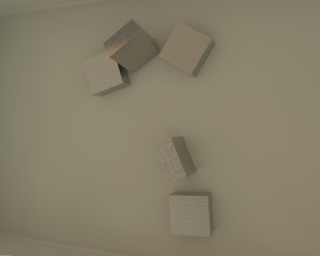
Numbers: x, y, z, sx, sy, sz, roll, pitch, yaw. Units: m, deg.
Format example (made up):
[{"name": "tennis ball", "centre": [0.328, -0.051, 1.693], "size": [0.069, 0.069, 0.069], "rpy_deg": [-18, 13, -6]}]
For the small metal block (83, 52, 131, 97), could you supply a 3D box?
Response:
[{"name": "small metal block", "centre": [-0.075, -0.077, 0.437], "size": [0.050, 0.025, 0.050], "rpy_deg": [-18, 84, 19]}]

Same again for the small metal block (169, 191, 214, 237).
[{"name": "small metal block", "centre": [0.040, 0.109, 0.396], "size": [0.050, 0.025, 0.050], "rpy_deg": [-4, 89, 20]}]

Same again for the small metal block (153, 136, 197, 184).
[{"name": "small metal block", "centre": [0.020, 0.039, 0.390], "size": [0.025, 0.050, 0.050], "rpy_deg": [-24, 82, 18]}]

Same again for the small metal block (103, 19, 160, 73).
[{"name": "small metal block", "centre": [-0.037, -0.106, 0.407], "size": [0.050, 0.050, 0.025], "rpy_deg": [-35, 62, 16]}]

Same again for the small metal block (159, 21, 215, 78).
[{"name": "small metal block", "centre": [0.035, -0.100, 0.398], "size": [0.050, 0.025, 0.050], "rpy_deg": [33, 101, 17]}]
